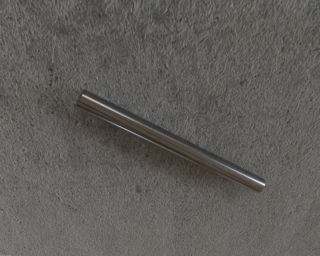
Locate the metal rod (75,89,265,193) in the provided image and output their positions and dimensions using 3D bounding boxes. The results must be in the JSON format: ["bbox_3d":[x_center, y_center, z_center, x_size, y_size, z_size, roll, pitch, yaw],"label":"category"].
[{"bbox_3d":[0.029,0.026,0.429,0.301,0.025,0.025,27,125,-21],"label":"metal rod"}]
